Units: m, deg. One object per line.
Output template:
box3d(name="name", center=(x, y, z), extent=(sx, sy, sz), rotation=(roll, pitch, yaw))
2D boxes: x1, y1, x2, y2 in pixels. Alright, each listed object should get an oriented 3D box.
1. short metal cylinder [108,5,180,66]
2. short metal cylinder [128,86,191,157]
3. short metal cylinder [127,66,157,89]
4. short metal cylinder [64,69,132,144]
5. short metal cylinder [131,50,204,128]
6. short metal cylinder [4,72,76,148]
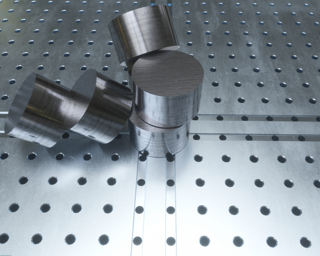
box3d(name="short metal cylinder", center=(-0.020, -0.116, 0.395), extent=(0.081, 0.080, 0.050), rotation=(-19, 96, -15))
box3d(name="short metal cylinder", center=(-0.001, -0.009, 0.398), extent=(0.081, 0.050, 0.080), rotation=(0, 50, 0))
box3d(name="short metal cylinder", center=(-0.005, -0.071, 0.450), extent=(0.081, 0.050, 0.080), rotation=(0, 50, 0))
box3d(name="short metal cylinder", center=(-0.079, -0.026, 0.384), extent=(0.050, 0.080, 0.080), rotation=(26, 39, -35))
box3d(name="short metal cylinder", center=(0.009, -0.047, 0.363), extent=(0.081, 0.050, 0.080), rotation=(0, 50, 0))
box3d(name="short metal cylinder", center=(-0.147, -0.021, 0.380), extent=(0.050, 0.080, 0.080), rotation=(26, 39, -35))
